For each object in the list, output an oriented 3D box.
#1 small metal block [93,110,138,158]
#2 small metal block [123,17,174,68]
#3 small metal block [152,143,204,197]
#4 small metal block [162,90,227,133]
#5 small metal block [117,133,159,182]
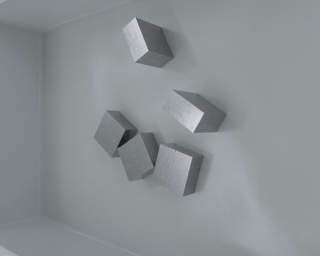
[{"bbox_3d":[-0.066,0.009,0.459,0.050,0.025,0.050,42,115,31],"label":"small metal block"},{"bbox_3d":[-0.015,-0.109,0.401,0.025,0.050,0.050,-32,71,35],"label":"small metal block"},{"bbox_3d":[0.022,0.051,0.387,0.050,0.025,0.050,21,103,37],"label":"small metal block"},{"bbox_3d":[0.040,-0.019,0.356,0.050,0.050,0.025,41,115,32],"label":"small metal block"},{"bbox_3d":[-0.026,0.040,0.426,0.050,0.025,0.050,-35,69,34],"label":"small metal block"}]
